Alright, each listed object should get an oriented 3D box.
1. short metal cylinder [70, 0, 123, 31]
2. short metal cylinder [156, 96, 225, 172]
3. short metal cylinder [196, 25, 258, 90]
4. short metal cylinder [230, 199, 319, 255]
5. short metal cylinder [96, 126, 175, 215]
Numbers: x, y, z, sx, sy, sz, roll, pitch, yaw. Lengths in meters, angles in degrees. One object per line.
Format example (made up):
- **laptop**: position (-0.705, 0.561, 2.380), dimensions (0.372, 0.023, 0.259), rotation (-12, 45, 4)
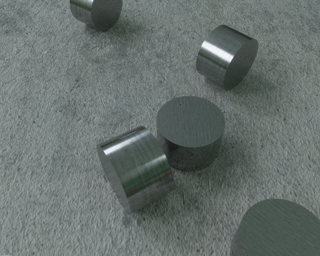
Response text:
- **short metal cylinder**: position (-0.112, -0.221, 0.553), dimensions (0.050, 0.080, 0.080), rotation (29, 56, 22)
- **short metal cylinder**: position (0.036, 0.006, 0.382), dimensions (0.080, 0.050, 0.080), rotation (0, 50, 0)
- **short metal cylinder**: position (0.098, -0.103, 0.455), dimensions (0.050, 0.080, 0.080), rotation (38, 59, 27)
- **short metal cylinder**: position (0.111, 0.114, 0.291), dimensions (0.080, 0.050, 0.080), rotation (0, 50, 0)
- **short metal cylinder**: position (-0.027, 0.044, 0.330), dimensions (0.050, 0.080, 0.080), rotation (-25, 54, -19)
